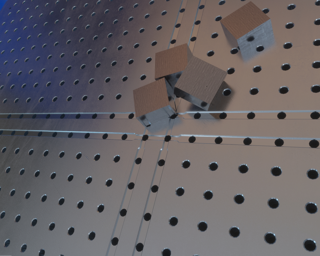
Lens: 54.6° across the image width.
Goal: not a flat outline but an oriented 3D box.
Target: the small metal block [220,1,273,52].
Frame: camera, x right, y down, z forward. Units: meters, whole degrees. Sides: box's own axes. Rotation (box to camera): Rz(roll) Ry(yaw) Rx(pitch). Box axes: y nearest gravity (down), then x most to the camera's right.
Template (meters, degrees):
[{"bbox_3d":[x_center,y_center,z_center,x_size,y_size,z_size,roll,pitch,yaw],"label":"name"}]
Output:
[{"bbox_3d":[0.120,-0.142,0.433,0.050,0.025,0.050,-31,52,8],"label":"small metal block"}]

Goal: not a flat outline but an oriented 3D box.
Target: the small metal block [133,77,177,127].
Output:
[{"bbox_3d":[-0.008,-0.037,0.436,0.050,0.025,0.050,-20,54,16],"label":"small metal block"}]

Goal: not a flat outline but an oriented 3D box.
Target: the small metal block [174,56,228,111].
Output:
[{"bbox_3d":[0.052,-0.058,0.404,0.050,0.025,0.050,28,76,9],"label":"small metal block"}]

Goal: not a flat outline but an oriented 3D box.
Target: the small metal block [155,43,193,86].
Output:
[{"bbox_3d":[0.021,-0.091,0.454,0.050,0.025,0.050,-13,56,21],"label":"small metal block"}]
